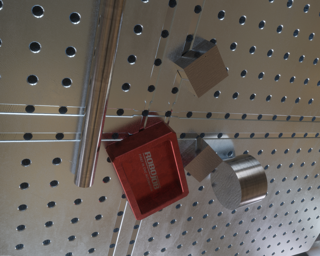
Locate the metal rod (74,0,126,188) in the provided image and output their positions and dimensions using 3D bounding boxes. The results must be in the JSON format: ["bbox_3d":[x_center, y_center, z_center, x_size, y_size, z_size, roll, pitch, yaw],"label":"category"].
[{"bbox_3d":[-0.064,-0.061,0.339,0.025,0.025,0.298,0,118,-29],"label":"metal rod"}]

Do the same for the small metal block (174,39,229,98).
[{"bbox_3d":[0.053,-0.075,0.396,0.050,0.025,0.050,-37,130,-4],"label":"small metal block"}]

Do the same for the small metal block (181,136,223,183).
[{"bbox_3d":[0.062,0.049,0.478,0.050,0.025,0.050,-44,130,2],"label":"small metal block"}]

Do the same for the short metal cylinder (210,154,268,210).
[{"bbox_3d":[0.125,0.086,0.500,0.050,0.080,0.079,-10,123,-24],"label":"short metal cylinder"}]

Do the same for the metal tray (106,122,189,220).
[{"bbox_3d":[-0.013,0.064,0.442,0.091,0.030,0.129,-25,128,-14],"label":"metal tray"}]
